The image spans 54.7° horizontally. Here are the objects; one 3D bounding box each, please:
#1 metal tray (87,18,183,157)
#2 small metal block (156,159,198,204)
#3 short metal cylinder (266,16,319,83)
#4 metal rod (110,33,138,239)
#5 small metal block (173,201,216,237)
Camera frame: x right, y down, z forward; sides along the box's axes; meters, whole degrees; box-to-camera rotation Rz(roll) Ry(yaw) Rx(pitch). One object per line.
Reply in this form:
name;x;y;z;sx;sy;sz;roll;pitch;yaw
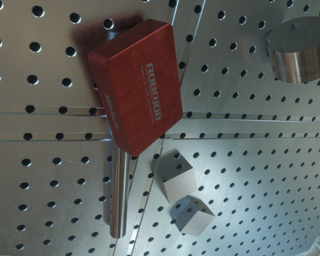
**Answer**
metal tray;-0.019;-0.042;0.345;0.090;0.030;0.129;-40;139;-29
small metal block;0.027;0.083;0.479;0.050;0.025;0.050;-25;128;-14
short metal cylinder;0.189;-0.105;0.416;0.080;0.080;0.050;-35;129;-6
metal rod;-0.050;0.031;0.404;0.025;0.025;0.298;-8;122;-25
small metal block;0.061;0.161;0.547;0.050;0.025;0.050;29;102;-38
